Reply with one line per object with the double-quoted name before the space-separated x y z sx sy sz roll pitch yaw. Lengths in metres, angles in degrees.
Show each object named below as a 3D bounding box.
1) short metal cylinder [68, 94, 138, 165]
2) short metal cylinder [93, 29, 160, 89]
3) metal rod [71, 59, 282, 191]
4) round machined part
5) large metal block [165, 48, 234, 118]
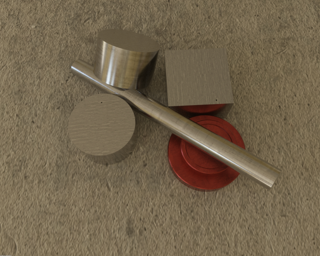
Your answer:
"short metal cylinder" -0.070 0.003 0.395 0.081 0.050 0.080 0 70 0
"short metal cylinder" -0.044 -0.092 0.409 0.081 0.050 0.080 12 31 -7
"metal rod" 0.001 -0.016 0.379 0.300 0.025 0.025 31 72 24
"round machined part" 0.059 0.028 0.390 0.099 0.042 0.098 0 70 0
"large metal block" 0.048 -0.057 0.415 0.081 0.050 0.080 -3 70 -1
